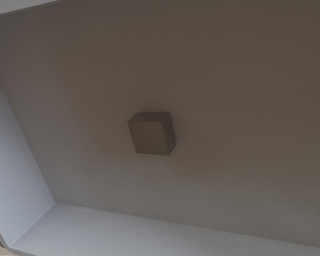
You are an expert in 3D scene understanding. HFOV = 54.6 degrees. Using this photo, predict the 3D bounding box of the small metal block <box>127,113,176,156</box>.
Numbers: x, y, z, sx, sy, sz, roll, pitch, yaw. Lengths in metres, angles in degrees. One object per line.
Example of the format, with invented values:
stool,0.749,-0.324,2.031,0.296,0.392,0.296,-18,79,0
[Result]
small metal block,-0.010,0.008,0.415,0.050,0.025,0.050,2,120,28
